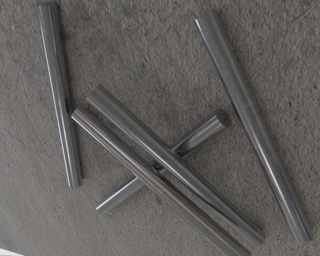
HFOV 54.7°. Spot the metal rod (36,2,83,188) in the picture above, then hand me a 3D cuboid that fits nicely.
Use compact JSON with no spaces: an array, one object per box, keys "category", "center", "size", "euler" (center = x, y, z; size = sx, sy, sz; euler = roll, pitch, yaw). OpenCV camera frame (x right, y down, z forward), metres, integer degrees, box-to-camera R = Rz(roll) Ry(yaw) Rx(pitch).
[{"category":"metal rod","center":[-0.145,-0.029,0.465],"size":[0.025,0.025,0.298],"euler":[15,125,20]}]

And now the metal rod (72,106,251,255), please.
[{"category":"metal rod","center":[-0.007,0.071,0.418],"size":[0.300,0.025,0.025],"euler":[40,130,14]}]

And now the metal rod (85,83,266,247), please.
[{"category":"metal rod","center":[0.029,0.056,0.395],"size":[0.300,0.025,0.025],"euler":[43,130,-14]}]

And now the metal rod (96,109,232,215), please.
[{"category":"metal rod","center":[-0.014,0.065,0.453],"size":[0.025,0.025,0.299],"euler":[46,129,-4]}]

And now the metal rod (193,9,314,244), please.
[{"category":"metal rod","center":[0.114,0.012,0.353],"size":[0.025,0.025,0.299],"euler":[-17,110,35]}]
